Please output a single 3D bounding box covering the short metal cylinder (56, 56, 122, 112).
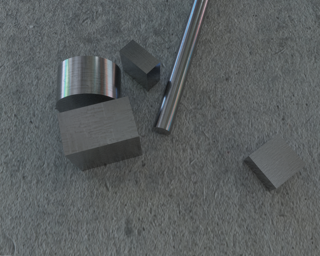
[{"bbox_3d":[-0.090,-0.049,0.396,0.081,0.080,0.050,-4,70,-2],"label":"short metal cylinder"}]

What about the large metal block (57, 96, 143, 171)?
[{"bbox_3d":[-0.068,0.010,0.375,0.081,0.080,0.050,-15,71,-6],"label":"large metal block"}]

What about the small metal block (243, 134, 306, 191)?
[{"bbox_3d":[0.145,0.044,0.394,0.050,0.025,0.050,-34,74,-12],"label":"small metal block"}]

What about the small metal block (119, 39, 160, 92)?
[{"bbox_3d":[-0.027,-0.085,0.426,0.050,0.050,0.025,41,75,13],"label":"small metal block"}]

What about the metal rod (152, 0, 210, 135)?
[{"bbox_3d":[0.044,-0.131,0.456,0.025,0.025,0.299,15,70,5],"label":"metal rod"}]
